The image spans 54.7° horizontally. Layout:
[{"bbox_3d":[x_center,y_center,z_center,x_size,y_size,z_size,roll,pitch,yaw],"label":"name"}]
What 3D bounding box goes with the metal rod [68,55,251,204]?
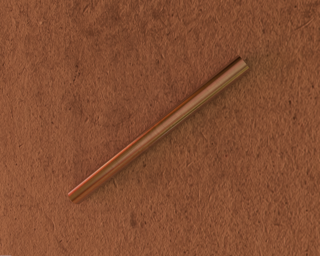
[{"bbox_3d":[-0.011,0.011,0.414,0.300,0.025,0.025,-38,78,15],"label":"metal rod"}]
